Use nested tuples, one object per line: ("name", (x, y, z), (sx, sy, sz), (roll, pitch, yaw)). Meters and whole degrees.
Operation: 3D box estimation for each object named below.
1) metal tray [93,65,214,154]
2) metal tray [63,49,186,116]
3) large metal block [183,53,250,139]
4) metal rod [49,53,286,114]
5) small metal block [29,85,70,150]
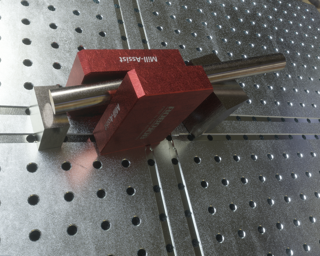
("metal tray", (-0.012, -0.017, 0.346), (0.091, 0.129, 0.030), (-10, 68, -33))
("metal tray", (-0.042, -0.056, 0.378), (0.131, 0.090, 0.030), (-9, 68, -33))
("large metal block", (0.062, -0.044, 0.434), (0.050, 0.080, 0.080), (-25, 76, -37))
("metal rod", (0.029, -0.058, 0.364), (0.303, 0.025, 0.025), (-14, 69, -24))
("small metal block", (-0.121, -0.011, 0.334), (0.025, 0.050, 0.050), (-9, 66, -32))
